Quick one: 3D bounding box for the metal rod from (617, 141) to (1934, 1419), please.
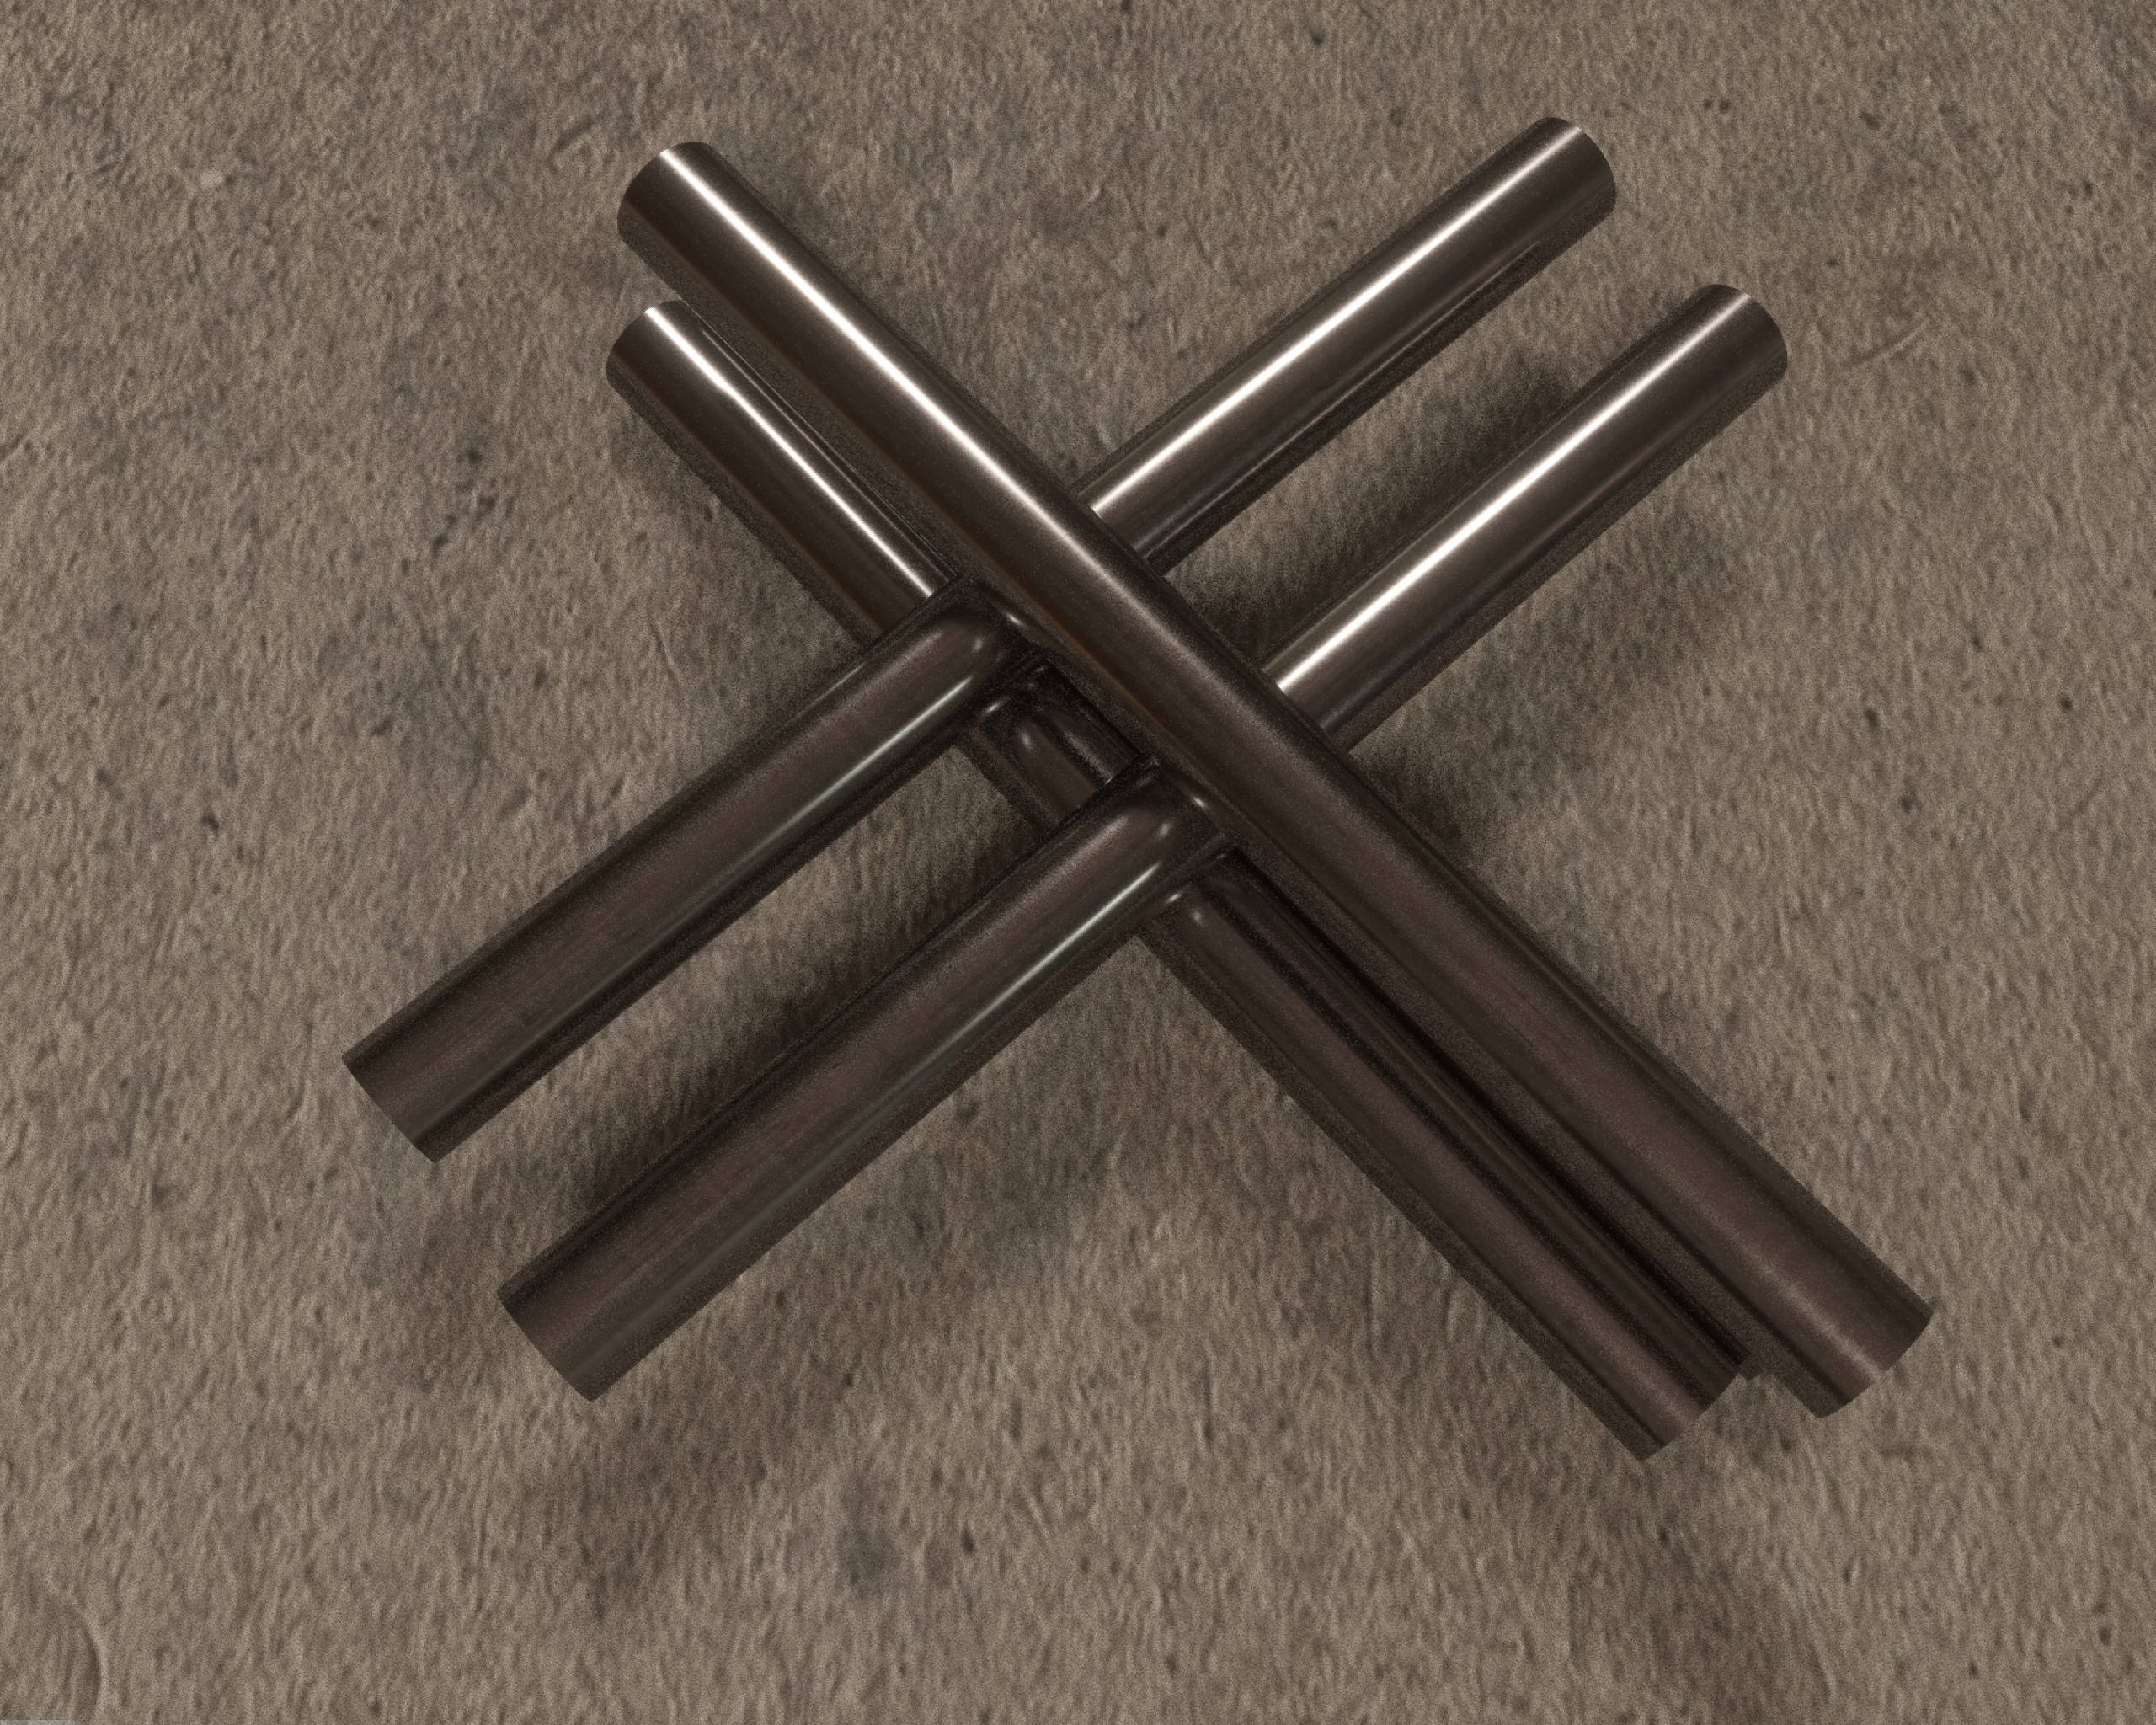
[{"bbox_3d":[0.023,-0.025,0.365,0.025,0.025,0.300,-41,75,-14],"label":"metal rod"}]

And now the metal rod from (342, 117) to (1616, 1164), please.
[{"bbox_3d":[-0.009,-0.051,0.401,0.301,0.025,0.025,-40,75,-14],"label":"metal rod"}]

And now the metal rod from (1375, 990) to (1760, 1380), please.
[{"bbox_3d":[0.030,-0.019,0.417,0.025,0.025,0.300,-40,75,-13],"label":"metal rod"}]

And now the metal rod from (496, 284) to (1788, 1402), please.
[{"bbox_3d":[0.022,-0.013,0.388,0.301,0.025,0.025,-40,75,-14],"label":"metal rod"}]

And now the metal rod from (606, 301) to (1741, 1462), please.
[{"bbox_3d":[0.009,-0.006,0.411,0.025,0.025,0.300,-40,75,-13],"label":"metal rod"}]
